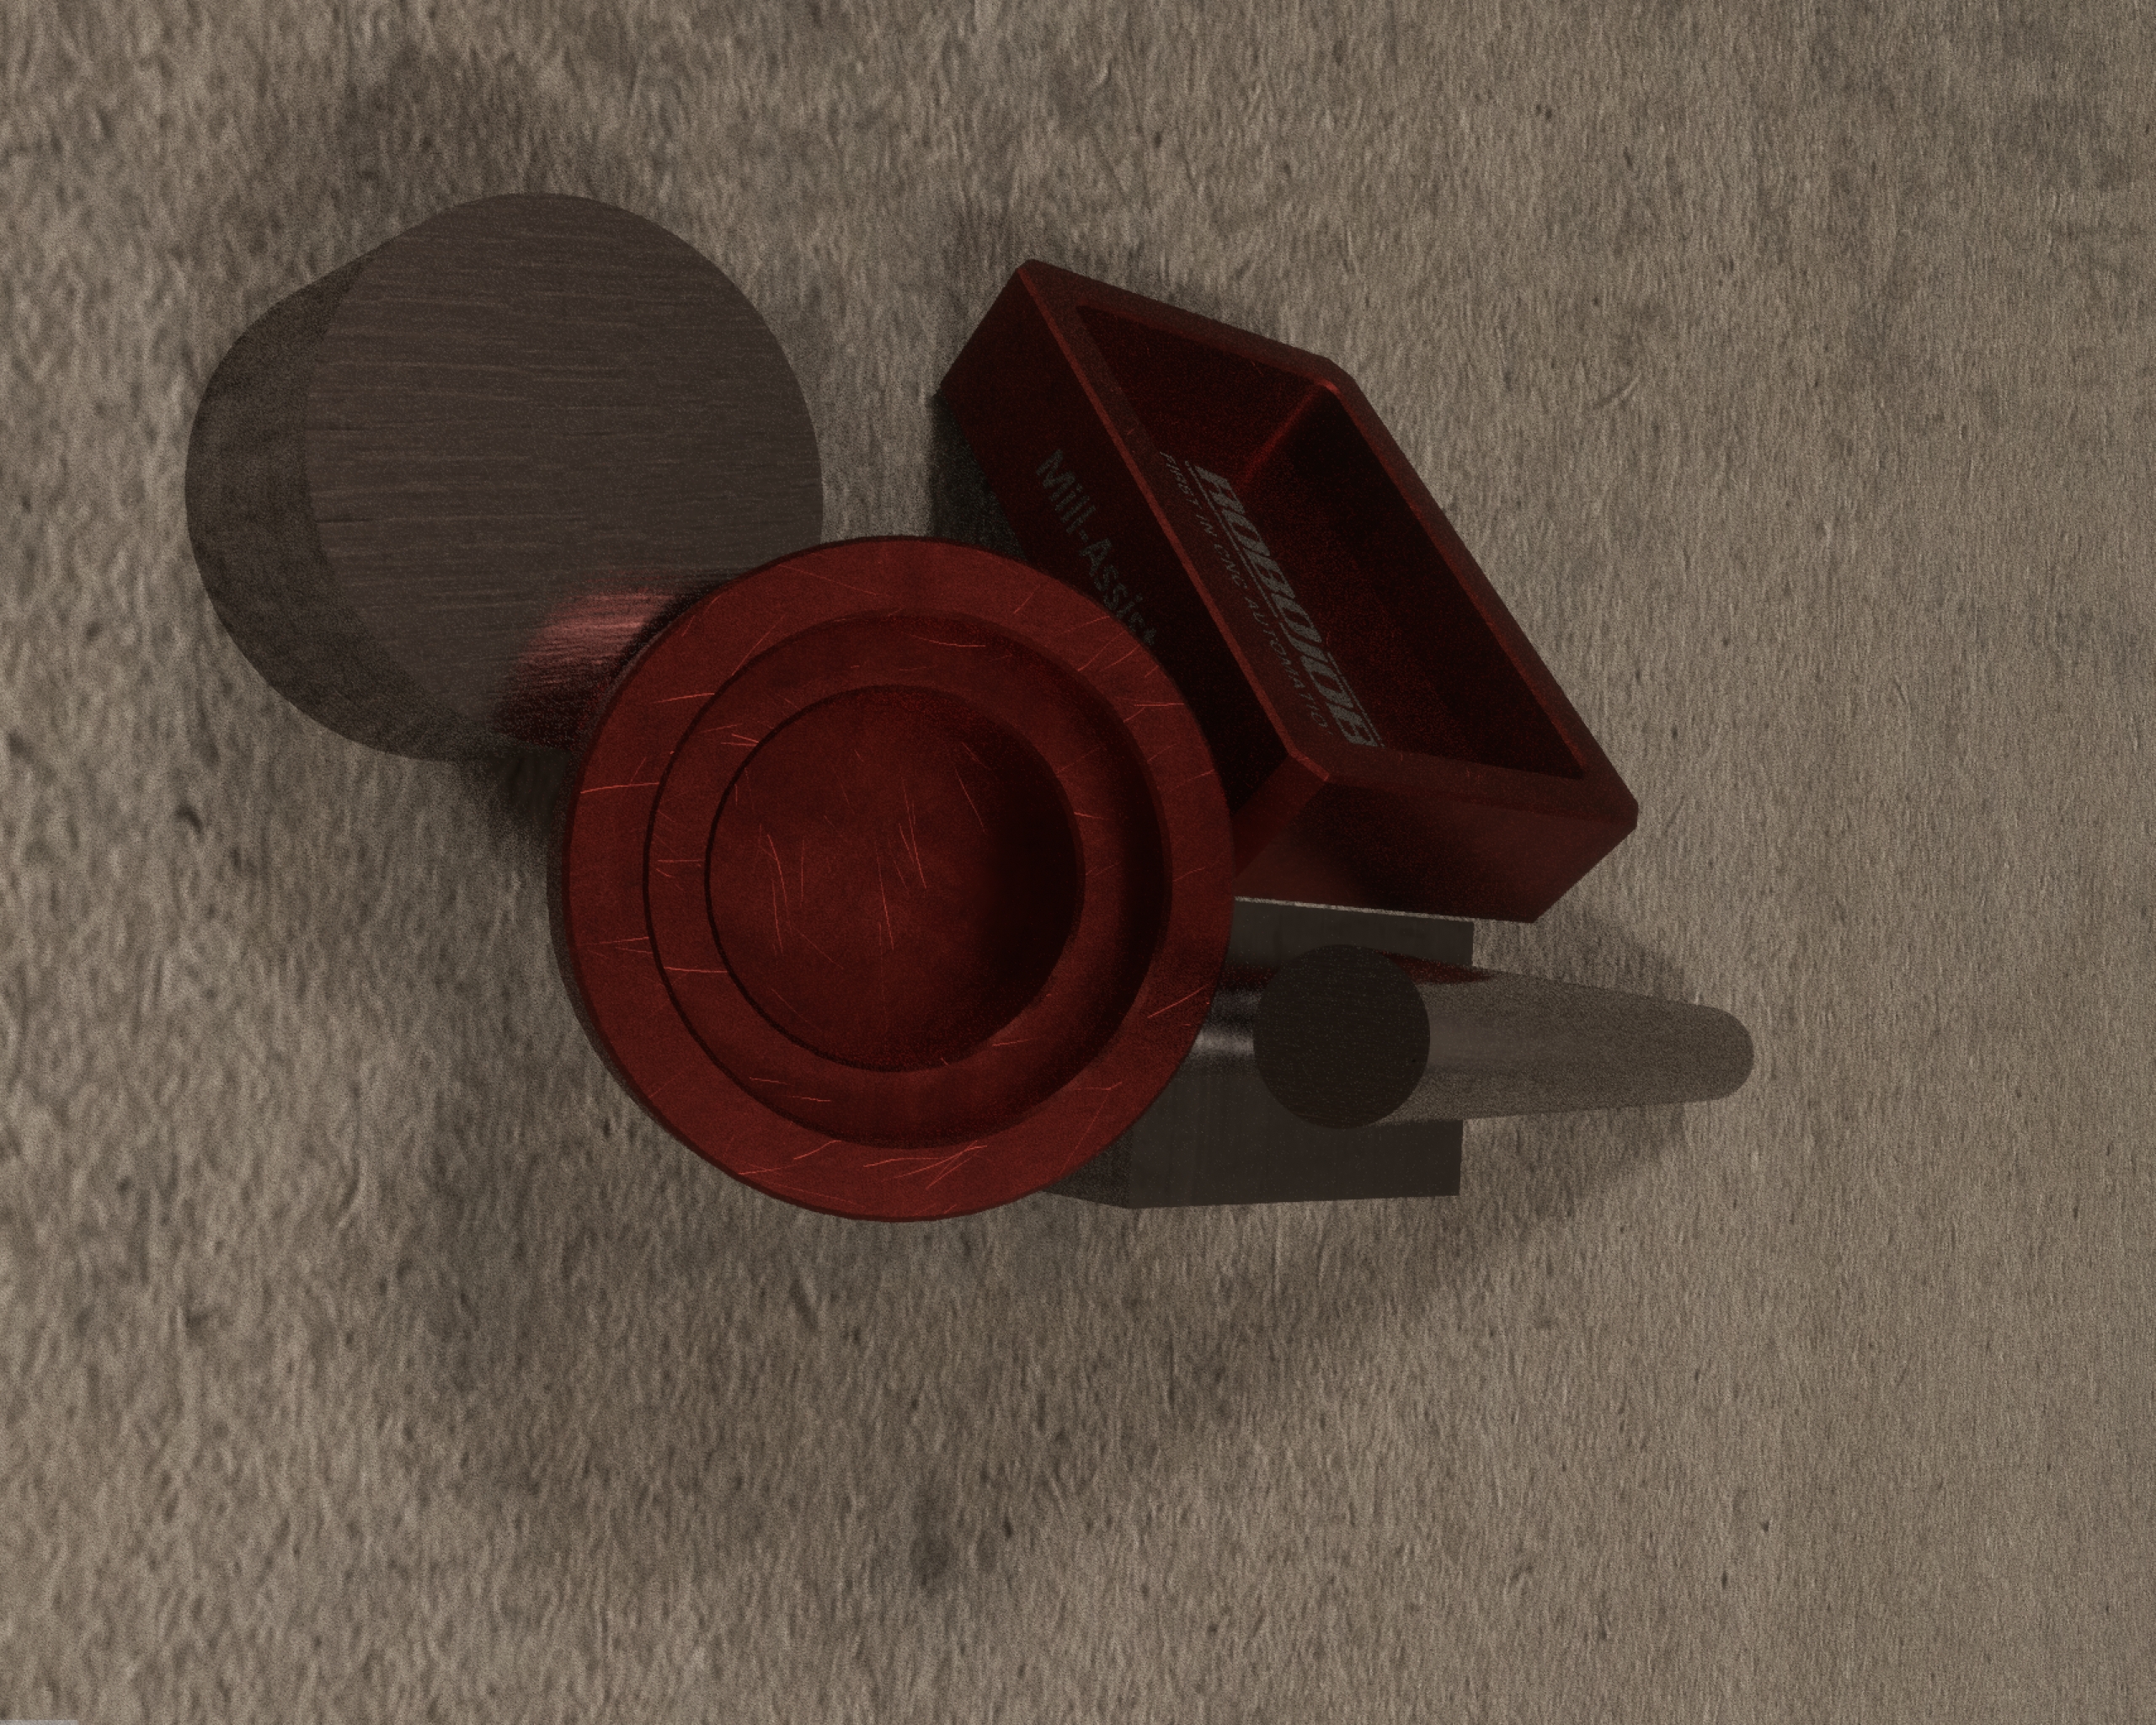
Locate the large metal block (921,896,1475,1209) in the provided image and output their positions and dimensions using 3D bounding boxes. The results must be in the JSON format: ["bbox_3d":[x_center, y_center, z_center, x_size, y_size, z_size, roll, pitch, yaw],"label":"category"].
[{"bbox_3d":[0.014,0.032,0.384,0.081,0.080,0.050,6,87,-40],"label":"large metal block"}]

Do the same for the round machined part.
[{"bbox_3d":[-0.030,0.002,0.314,0.099,0.042,0.097,0,89,-20],"label":"round machined part"}]

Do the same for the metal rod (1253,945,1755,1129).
[{"bbox_3d":[0.101,0.037,0.416,0.301,0.025,0.025,12,82,-64],"label":"metal rod"}]

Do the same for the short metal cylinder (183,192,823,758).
[{"bbox_3d":[-0.087,-0.056,0.318,0.081,0.050,0.079,0,90,-40],"label":"short metal cylinder"}]

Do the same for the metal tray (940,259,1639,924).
[{"bbox_3d":[0.038,-0.050,0.387,0.091,0.030,0.130,6,47,-40],"label":"metal tray"}]
